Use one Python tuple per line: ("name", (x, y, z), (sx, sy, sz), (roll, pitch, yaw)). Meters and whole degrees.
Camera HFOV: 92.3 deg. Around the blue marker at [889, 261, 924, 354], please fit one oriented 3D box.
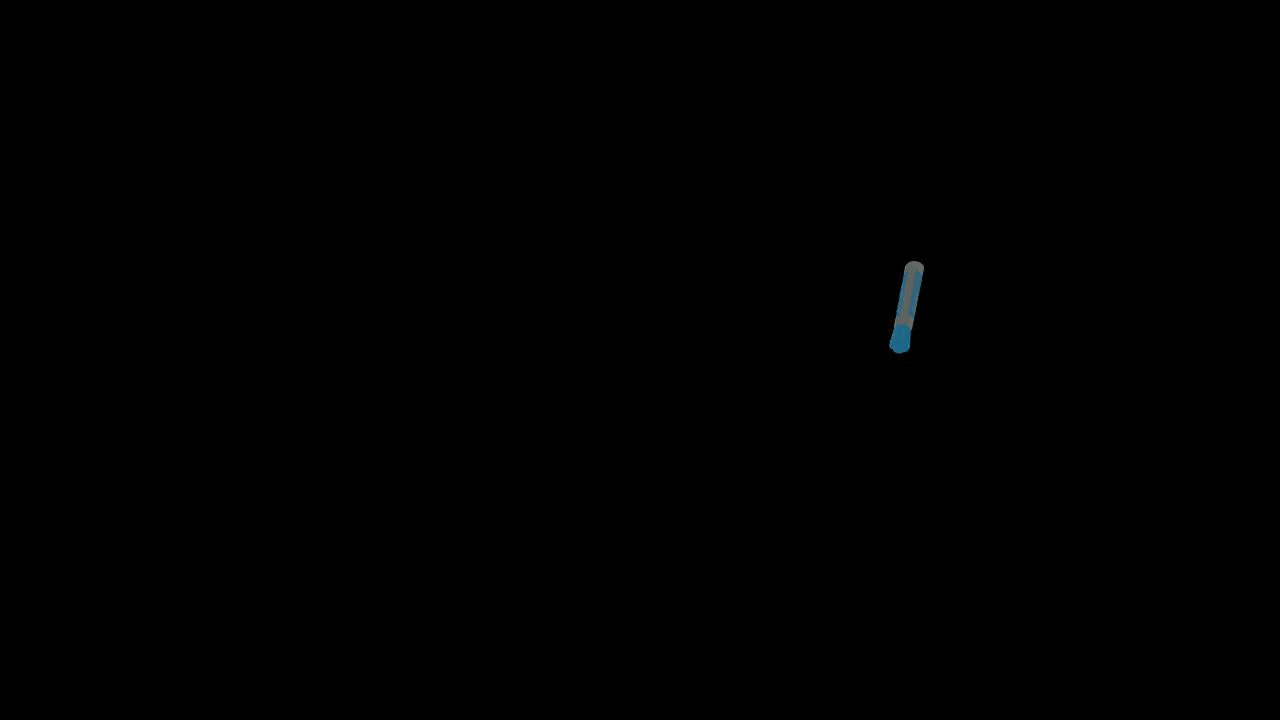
("blue marker", (0.273, -0.054, 0.630), (0.020, 0.121, 0.020), (18, -33, 13))
